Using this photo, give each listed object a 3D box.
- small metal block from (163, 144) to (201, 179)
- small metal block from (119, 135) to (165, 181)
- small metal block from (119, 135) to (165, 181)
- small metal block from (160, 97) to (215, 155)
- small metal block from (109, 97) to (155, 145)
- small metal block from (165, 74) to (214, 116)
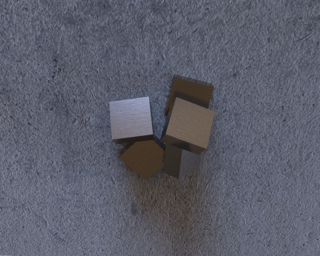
[{"bbox_3d":[0.031,0.032,0.408,0.025,0.050,0.050,19,114,34],"label":"small metal block"},{"bbox_3d":[-0.019,0.035,0.424,0.050,0.025,0.050,-43,105,14],"label":"small metal block"},{"bbox_3d":[-0.019,0.035,0.424,0.050,0.025,0.050,-43,105,14],"label":"small metal block"},{"bbox_3d":[0.033,-0.002,0.370,0.050,0.025,0.050,20,65,-8],"label":"small metal block"},{"bbox_3d":[-0.035,-0.009,0.394,0.050,0.025,0.050,-7,72,2],"label":"small metal block"},{"bbox_3d":[0.036,-0.037,0.398,0.050,0.025,0.050,13,110,-5],"label":"small metal block"}]
